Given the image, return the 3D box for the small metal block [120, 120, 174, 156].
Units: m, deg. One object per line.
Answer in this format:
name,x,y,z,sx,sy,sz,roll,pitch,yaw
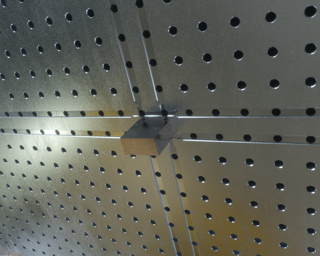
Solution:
small metal block,-0.016,0.012,0.410,0.050,0.050,0.025,-1,118,28
